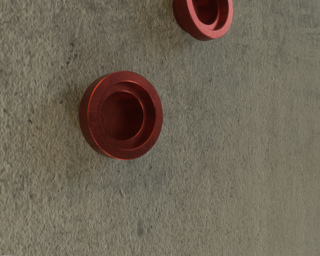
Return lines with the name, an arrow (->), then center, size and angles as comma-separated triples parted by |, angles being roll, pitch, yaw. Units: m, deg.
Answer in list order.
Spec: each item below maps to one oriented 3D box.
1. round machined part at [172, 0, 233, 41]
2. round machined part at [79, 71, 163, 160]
round machined part -> 0.057, -0.172, 0.440 | 0.099, 0.042, 0.097 | 0, 90, -40
round machined part -> -0.047, -0.014, 0.354 | 0.099, 0.042, 0.097 | 0, 90, -40
